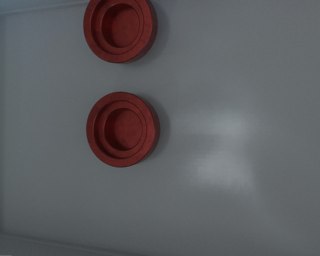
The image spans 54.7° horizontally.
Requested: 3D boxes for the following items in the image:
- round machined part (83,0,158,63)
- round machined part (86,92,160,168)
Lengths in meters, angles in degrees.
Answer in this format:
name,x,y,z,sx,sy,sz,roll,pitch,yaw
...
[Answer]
name,x,y,z,sx,sy,sz,roll,pitch,yaw
round machined part,-0.049,-0.135,0.413,0.098,0.042,0.097,3,99,19
round machined part,-0.046,0.002,0.417,0.098,0.042,0.097,0,90,19
